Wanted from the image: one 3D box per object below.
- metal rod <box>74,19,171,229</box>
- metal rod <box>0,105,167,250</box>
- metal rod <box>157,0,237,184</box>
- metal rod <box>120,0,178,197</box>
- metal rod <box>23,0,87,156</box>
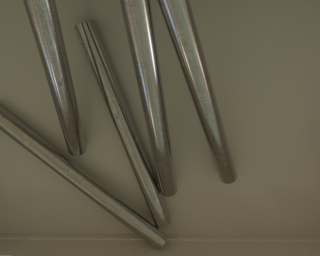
[{"bbox_3d":[-0.042,0.009,0.414,0.025,0.025,0.298,-17,109,6],"label":"metal rod"},{"bbox_3d":[-0.109,0.072,0.428,0.300,0.025,0.025,41,105,-11],"label":"metal rod"},{"bbox_3d":[0.049,-0.029,0.337,0.025,0.025,0.299,-20,134,7],"label":"metal rod"},{"bbox_3d":[-0.005,-0.018,0.343,0.025,0.025,0.298,-7,134,3],"label":"metal rod"},{"bbox_3d":[-0.104,-0.067,0.308,0.025,0.025,0.298,3,141,-1],"label":"metal rod"}]
